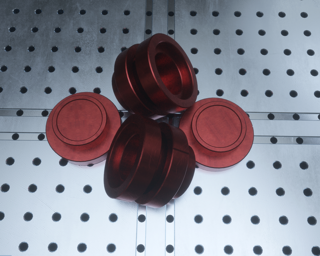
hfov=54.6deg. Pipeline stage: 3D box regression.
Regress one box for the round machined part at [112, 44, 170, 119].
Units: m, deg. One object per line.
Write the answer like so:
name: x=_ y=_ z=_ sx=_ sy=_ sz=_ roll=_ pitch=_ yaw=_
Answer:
round machined part: x=-0.024 y=-0.056 z=0.405 sx=0.042 sy=0.099 sz=0.098 roll=-21 pitch=65 yaw=35

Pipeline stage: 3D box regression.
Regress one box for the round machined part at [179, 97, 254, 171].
round machined part: x=0.073 y=0.004 z=0.402 sx=0.099 sy=0.042 sz=0.098 roll=0 pitch=70 yaw=0

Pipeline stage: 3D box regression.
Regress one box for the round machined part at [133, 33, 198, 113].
round machined part: x=0.003 y=-0.064 z=0.390 sx=0.042 sy=0.099 sz=0.098 roll=-21 pitch=65 yaw=35

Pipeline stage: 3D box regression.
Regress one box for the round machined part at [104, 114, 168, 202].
round machined part: x=-0.024 y=0.036 z=0.355 sx=0.042 sy=0.098 sz=0.098 roll=21 pitch=68 yaw=-27

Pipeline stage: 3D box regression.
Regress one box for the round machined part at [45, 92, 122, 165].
round machined part: x=-0.100 y=-0.004 z=0.403 sx=0.099 sy=0.042 sz=0.098 roll=0 pitch=70 yaw=0

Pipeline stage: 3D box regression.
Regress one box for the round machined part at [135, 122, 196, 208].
round machined part: x=0.005 y=0.046 z=0.366 sx=0.042 sy=0.098 sz=0.098 roll=21 pitch=68 yaw=-26
